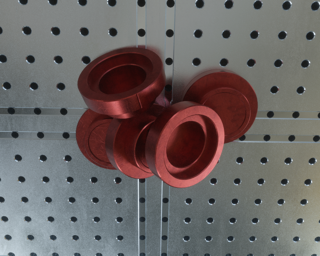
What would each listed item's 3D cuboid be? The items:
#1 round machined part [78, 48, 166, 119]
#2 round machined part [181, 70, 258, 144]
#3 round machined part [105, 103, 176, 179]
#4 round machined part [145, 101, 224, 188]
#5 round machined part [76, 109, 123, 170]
[{"bbox_3d":[-0.041,-0.049,0.361,0.099,0.098,0.042,-12,135,4],"label":"round machined part"},{"bbox_3d":[0.077,-0.023,0.397,0.099,0.042,0.097,0,110,-1],"label":"round machined part"},{"bbox_3d":[-0.014,0.018,0.385,0.099,0.042,0.097,-12,110,-36],"label":"round machined part"},{"bbox_3d":[0.024,0.016,0.359,0.099,0.042,0.097,-12,112,-31],"label":"round machined part"},{"bbox_3d":[-0.062,0.012,0.408,0.099,0.042,0.097,0,110,-1],"label":"round machined part"}]
